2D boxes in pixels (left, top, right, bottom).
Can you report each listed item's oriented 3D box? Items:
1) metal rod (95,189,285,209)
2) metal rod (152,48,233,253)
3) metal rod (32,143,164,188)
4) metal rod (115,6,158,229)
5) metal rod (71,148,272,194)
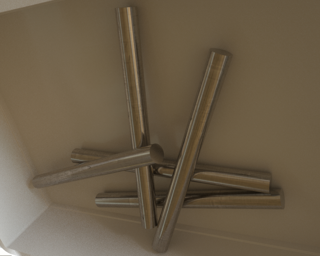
[{"bbox_3d":[0.024,0.106,0.458,0.300,0.025,0.025,-8,114,31],"label":"metal rod"},{"bbox_3d":[0.032,0.048,0.393,0.025,0.025,0.298,22,119,14],"label":"metal rod"},{"bbox_3d":[-0.113,0.065,0.472,0.299,0.025,0.025,-17,110,40],"label":"metal rod"},{"bbox_3d":[-0.026,0.004,0.399,0.025,0.025,0.298,6,115,24],"label":"metal rod"},{"bbox_3d":[-0.001,0.056,0.441,0.301,0.025,0.025,5,121,25],"label":"metal rod"}]
